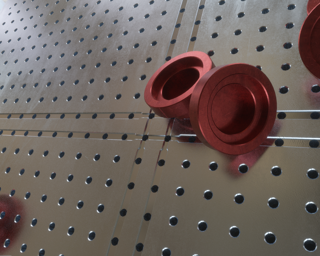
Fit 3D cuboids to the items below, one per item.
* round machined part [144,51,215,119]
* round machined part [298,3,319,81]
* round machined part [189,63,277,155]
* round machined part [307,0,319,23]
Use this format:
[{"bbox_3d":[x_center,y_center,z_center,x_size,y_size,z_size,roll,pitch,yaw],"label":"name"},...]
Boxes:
[{"bbox_3d":[0.031,-0.050,0.403,0.098,0.042,0.098,-24,40,22],"label":"round machined part"},{"bbox_3d":[0.202,-0.092,0.330,0.098,0.042,0.097,1,93,27],"label":"round machined part"},{"bbox_3d":[0.077,-0.022,0.345,0.098,0.098,0.042,-51,20,-8],"label":"round machined part"},{"bbox_3d":[0.230,-0.154,0.371,0.098,0.042,0.098,-13,56,21],"label":"round machined part"}]
